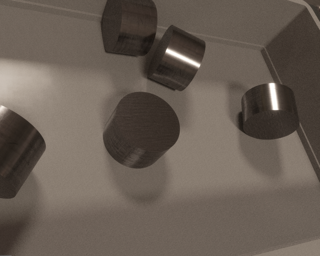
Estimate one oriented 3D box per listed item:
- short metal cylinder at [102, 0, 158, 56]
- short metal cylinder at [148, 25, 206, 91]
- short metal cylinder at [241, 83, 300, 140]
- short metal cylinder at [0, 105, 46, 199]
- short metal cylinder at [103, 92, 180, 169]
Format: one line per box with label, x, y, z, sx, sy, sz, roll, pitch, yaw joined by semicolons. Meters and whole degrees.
short metal cylinder;-0.044;-0.145;0.436;0.050;0.080;0.080;1;61;-28
short metal cylinder;0.022;-0.099;0.445;0.050;0.080;0.080;22;53;-16
short metal cylinder;0.168;-0.024;0.478;0.081;0.080;0.050;18;55;-18
short metal cylinder;-0.152;0.020;0.276;0.080;0.080;0.050;29;52;-11
short metal cylinder;-0.023;0.003;0.377;0.081;0.050;0.080;14;56;-21
